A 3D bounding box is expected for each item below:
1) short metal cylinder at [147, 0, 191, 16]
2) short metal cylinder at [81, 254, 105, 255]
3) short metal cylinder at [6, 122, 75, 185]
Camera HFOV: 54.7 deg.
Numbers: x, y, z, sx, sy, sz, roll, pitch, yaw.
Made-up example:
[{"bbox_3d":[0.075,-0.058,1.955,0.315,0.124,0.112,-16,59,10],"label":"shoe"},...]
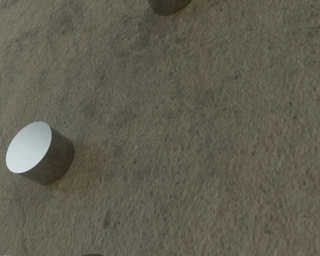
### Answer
[{"bbox_3d":[0.011,-0.240,0.528,0.080,0.050,0.080,-13,56,20],"label":"short metal cylinder"},{"bbox_3d":[-0.066,0.173,0.301,0.080,0.050,0.080,-10,41,9],"label":"short metal cylinder"},{"bbox_3d":[-0.174,0.037,0.454,0.080,0.050,0.080,-13,56,20],"label":"short metal cylinder"}]
